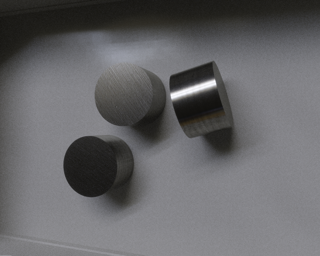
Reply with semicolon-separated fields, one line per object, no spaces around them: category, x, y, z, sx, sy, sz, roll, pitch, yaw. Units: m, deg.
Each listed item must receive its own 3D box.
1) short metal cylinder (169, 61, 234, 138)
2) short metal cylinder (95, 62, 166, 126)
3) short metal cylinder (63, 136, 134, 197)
short metal cylinder;0.050;-0.032;0.363;0.050;0.080;0.080;-16;85;19
short metal cylinder;-0.038;-0.042;0.410;0.080;0.050;0.079;0;90;19
short metal cylinder;-0.083;0.050;0.425;0.080;0.050;0.079;0;90;19
